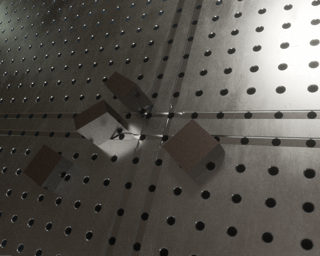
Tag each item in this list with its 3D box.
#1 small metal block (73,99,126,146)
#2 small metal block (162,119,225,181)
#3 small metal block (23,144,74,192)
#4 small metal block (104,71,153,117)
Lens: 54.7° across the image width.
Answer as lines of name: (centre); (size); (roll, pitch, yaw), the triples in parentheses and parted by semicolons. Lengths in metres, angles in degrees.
small metal block: (-0.084, -0.006, 0.438); (0.050, 0.050, 0.025); (-30, 52, 9)
small metal block: (0.040, 0.025, 0.371); (0.050, 0.025, 0.050); (-43, 51, -2)
small metal block: (-0.164, 0.059, 0.456); (0.050, 0.025, 0.050); (24, 74, 36)
small metal block: (-0.045, -0.049, 0.444); (0.050, 0.050, 0.025); (35, 81, 38)
